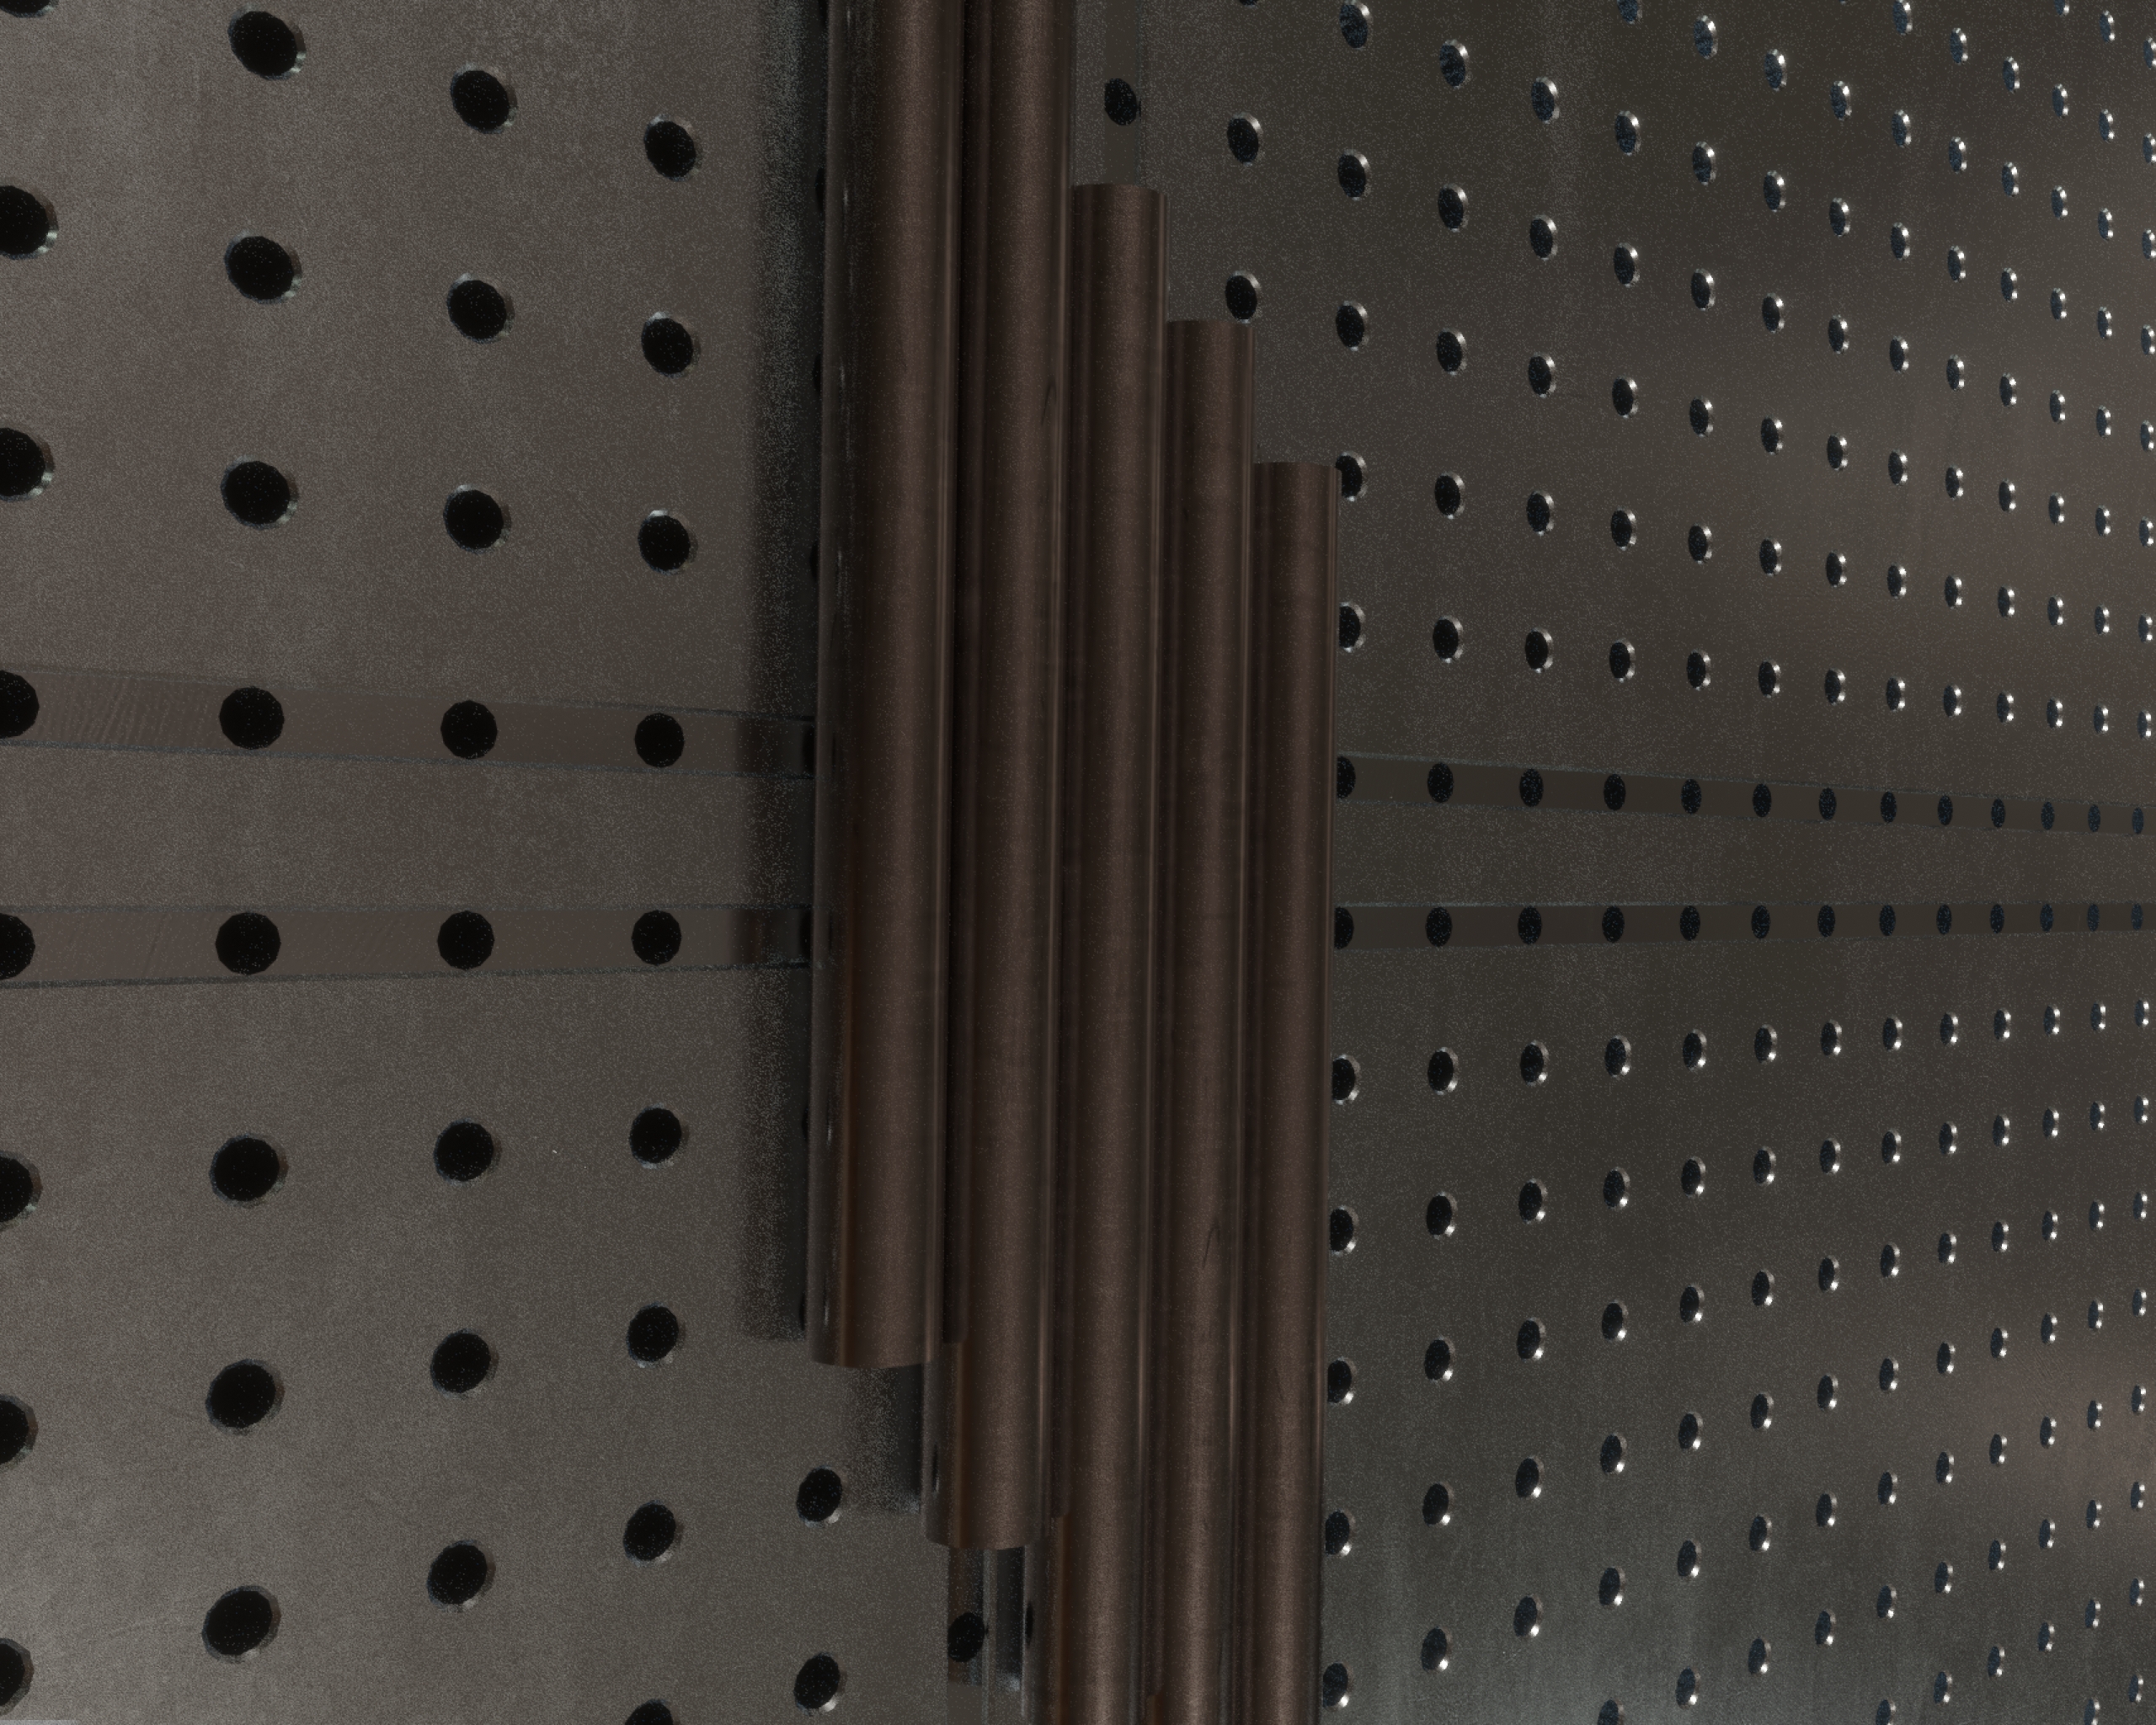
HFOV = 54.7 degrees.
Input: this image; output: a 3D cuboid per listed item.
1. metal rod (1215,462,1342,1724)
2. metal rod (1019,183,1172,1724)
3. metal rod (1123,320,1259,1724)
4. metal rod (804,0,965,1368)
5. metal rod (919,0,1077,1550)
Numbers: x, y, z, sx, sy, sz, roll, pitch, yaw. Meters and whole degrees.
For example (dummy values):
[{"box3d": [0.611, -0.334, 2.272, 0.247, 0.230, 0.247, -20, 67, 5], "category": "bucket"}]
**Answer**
[{"box3d": [0.041, 0.066, 0.445, 0.025, 0.025, 0.298, 2, 89, -40], "category": "metal rod"}, {"box3d": [0.004, 0.018, 0.413, 0.025, 0.025, 0.298, 2, 89, -40], "category": "metal rod"}, {"box3d": [0.022, 0.040, 0.429, 0.025, 0.025, 0.298, 2, 89, -40], "category": "metal rod"}, {"box3d": [-0.035, -0.060, 0.381, 0.025, 0.025, 0.298, 1, 89, -40], "category": "metal rod"}, {"box3d": [-0.015, -0.023, 0.397, 0.025, 0.025, 0.298, 2, 89, -40], "category": "metal rod"}]
